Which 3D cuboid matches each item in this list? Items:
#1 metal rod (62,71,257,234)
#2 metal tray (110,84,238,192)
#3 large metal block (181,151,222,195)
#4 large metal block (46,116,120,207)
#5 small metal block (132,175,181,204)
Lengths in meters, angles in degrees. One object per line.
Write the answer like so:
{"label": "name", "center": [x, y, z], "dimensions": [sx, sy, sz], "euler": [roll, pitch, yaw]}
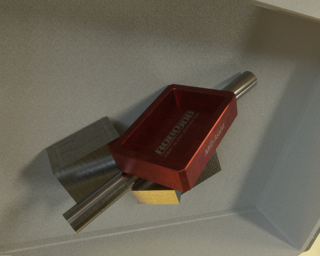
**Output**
{"label": "metal rod", "center": [0.017, 0.015, 0.379], "dimensions": [0.302, 0.025, 0.025], "euler": [-38, 131, -23]}
{"label": "metal tray", "center": [0.020, 0.002, 0.344], "dimensions": [0.131, 0.090, 0.030], "euler": [-50, 139, -36]}
{"label": "large metal block", "center": [0.032, 0.040, 0.435], "dimensions": [0.080, 0.050, 0.080], "euler": [-30, 129, -10]}
{"label": "large metal block", "center": [-0.077, 0.046, 0.375], "dimensions": [0.080, 0.050, 0.080], "euler": [-30, 129, -10]}
{"label": "small metal block", "center": [0.000, 0.062, 0.368], "dimensions": [0.050, 0.050, 0.025], "euler": [-5, 129, 17]}
